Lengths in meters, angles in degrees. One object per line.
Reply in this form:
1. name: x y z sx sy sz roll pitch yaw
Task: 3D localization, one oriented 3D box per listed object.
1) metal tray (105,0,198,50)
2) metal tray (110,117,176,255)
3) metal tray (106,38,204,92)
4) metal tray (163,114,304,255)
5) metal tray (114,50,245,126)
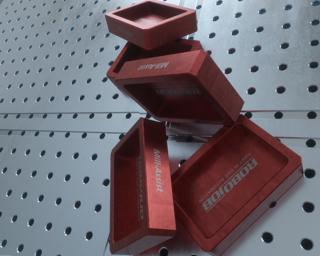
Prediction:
1. metal tray: -0.016 -0.164 0.479 0.091 0.030 0.130 -28 39 -22
2. metal tray: -0.024 0.065 0.346 0.090 0.030 0.130 -45 40 44
3. metal tray: -0.008 -0.094 0.465 0.130 0.030 0.090 19 72 35
4. metal tray: 0.072 0.057 0.331 0.130 0.030 0.090 -43 51 -2
5. metal tray: 0.019 -0.042 0.360 0.130 0.090 0.030 5 61 47
